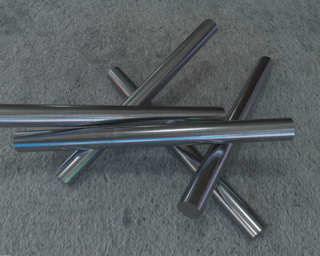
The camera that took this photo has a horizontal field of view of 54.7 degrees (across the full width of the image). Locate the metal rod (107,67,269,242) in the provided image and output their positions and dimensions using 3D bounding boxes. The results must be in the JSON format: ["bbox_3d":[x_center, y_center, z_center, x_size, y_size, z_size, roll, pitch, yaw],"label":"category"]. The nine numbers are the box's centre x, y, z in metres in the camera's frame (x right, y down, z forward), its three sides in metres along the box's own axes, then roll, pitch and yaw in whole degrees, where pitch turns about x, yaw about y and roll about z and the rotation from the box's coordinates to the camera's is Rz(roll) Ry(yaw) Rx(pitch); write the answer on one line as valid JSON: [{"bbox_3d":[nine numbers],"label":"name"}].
[{"bbox_3d":[0.016,0.012,0.392,0.025,0.025,0.300,-28,55,-21],"label":"metal rod"}]

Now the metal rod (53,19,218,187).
[{"bbox_3d":[-0.019,-0.046,0.406,0.025,0.025,0.301,32,67,24],"label":"metal rod"}]

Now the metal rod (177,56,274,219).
[{"bbox_3d":[0.097,-0.012,0.392,0.025,0.025,0.301,22,47,17],"label":"metal rod"}]

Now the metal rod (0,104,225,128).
[{"bbox_3d":[-0.065,-0.014,0.357,0.302,0.025,0.025,-1,49,-18],"label":"metal rod"}]

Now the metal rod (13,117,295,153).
[{"bbox_3d":[-0.011,0.008,0.342,0.302,0.025,0.025,-3,50,5],"label":"metal rod"}]
